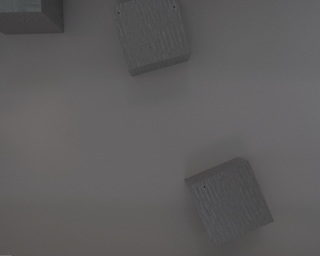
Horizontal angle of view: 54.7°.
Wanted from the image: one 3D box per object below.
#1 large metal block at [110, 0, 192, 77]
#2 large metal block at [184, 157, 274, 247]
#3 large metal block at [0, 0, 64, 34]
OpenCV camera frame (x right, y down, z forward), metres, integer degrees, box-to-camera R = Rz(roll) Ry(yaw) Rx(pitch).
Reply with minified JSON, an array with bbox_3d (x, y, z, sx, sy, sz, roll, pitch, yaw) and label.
[{"bbox_3d":[-0.011,-0.119,0.399,0.080,0.050,0.080,-16,90,0],"label":"large metal block"},{"bbox_3d":[0.086,0.092,0.399,0.080,0.050,0.080,-23,90,0],"label":"large metal block"},{"bbox_3d":[-0.172,-0.153,0.382,0.081,0.080,0.050,-1,90,0],"label":"large metal block"}]
